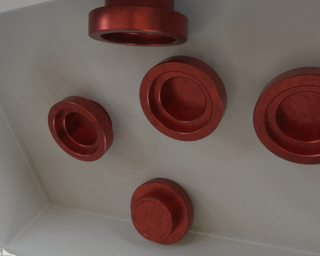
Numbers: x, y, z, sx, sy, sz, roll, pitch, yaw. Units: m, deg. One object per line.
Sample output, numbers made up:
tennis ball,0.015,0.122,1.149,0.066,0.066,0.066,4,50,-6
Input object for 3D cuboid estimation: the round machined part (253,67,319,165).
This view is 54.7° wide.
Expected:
round machined part,0.147,-0.015,0.311,0.098,0.042,0.097,13,124,20

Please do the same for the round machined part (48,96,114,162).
round machined part,-0.110,-0.003,0.452,0.098,0.042,0.097,13,124,20

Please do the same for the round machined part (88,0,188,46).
round machined part,-0.021,-0.110,0.309,0.098,0.098,0.042,5,97,25

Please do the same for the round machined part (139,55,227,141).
round machined part,0.029,-0.037,0.359,0.098,0.042,0.097,13,124,20

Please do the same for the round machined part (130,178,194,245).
round machined part,-0.003,0.127,0.457,0.098,0.042,0.097,5,102,28
